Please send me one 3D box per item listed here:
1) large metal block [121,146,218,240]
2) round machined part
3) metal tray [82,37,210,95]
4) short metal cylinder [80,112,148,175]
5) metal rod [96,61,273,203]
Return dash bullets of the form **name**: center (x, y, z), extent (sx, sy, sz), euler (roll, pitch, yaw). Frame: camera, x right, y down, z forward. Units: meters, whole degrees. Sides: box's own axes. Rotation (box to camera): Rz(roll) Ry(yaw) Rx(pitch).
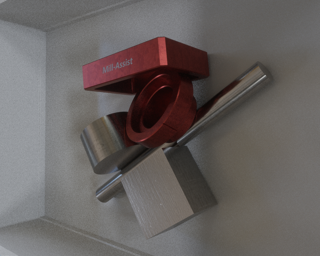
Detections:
- **large metal block**: center (0.009, 0.077, 0.378), extent (0.080, 0.050, 0.080), euler (-40, 66, 32)
- **round machined part**: center (0.005, -0.020, 0.370), extent (0.098, 0.042, 0.098), euler (-35, 40, 36)
- **metal tray**: center (-0.019, -0.068, 0.375), extent (0.130, 0.091, 0.030), euler (-8, 85, 39)
- **short metal cylinder**: center (-0.059, 0.021, 0.416), extent (0.080, 0.081, 0.050), euler (-40, 66, 32)
- **metal rod**: center (0.010, 0.022, 0.395), extent (0.299, 0.025, 0.025), euler (-40, 66, 32)
